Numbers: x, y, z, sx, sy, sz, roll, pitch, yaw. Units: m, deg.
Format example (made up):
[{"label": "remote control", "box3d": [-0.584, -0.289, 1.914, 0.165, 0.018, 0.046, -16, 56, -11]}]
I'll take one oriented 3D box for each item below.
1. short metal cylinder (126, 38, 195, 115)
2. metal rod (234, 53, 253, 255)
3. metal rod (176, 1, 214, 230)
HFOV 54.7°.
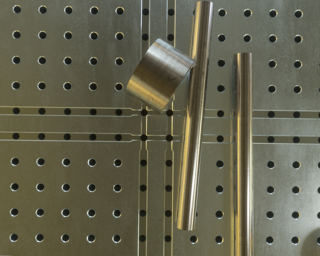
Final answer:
[{"label": "short metal cylinder", "box3d": [0.001, -0.063, 0.386, 0.050, 0.080, 0.080, 33, 90, 0]}, {"label": "metal rod", "box3d": [0.112, 0.051, 0.414, 0.025, 0.025, 0.298, 0, 90, 0]}, {"label": "metal rod", "box3d": [0.047, -0.016, 0.413, 0.025, 0.025, 0.298, 5, 90, 0]}]
